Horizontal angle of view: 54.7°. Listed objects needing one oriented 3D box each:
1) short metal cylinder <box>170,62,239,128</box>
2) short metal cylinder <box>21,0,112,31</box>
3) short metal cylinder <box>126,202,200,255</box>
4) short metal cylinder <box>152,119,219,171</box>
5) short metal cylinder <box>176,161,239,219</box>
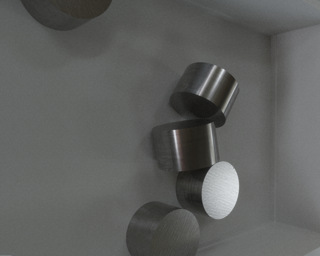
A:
[{"bbox_3d":[0.060,-0.043,0.421,0.080,0.080,0.050,42,64,-32],"label":"short metal cylinder"},{"bbox_3d":[-0.094,-0.144,0.311,0.081,0.050,0.080,0,90,-40],"label":"short metal cylinder"},{"bbox_3d":[0.005,0.138,0.394,0.081,0.050,0.080,0,90,-40],"label":"short metal cylinder"},{"bbox_3d":[0.033,0.020,0.399,0.081,0.080,0.050,-15,100,-39],"label":"short metal cylinder"},{"bbox_3d":[0.069,0.086,0.448,0.081,0.050,0.080,0,90,-40],"label":"short metal cylinder"}]
